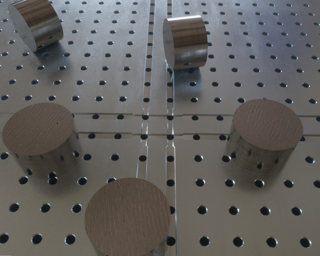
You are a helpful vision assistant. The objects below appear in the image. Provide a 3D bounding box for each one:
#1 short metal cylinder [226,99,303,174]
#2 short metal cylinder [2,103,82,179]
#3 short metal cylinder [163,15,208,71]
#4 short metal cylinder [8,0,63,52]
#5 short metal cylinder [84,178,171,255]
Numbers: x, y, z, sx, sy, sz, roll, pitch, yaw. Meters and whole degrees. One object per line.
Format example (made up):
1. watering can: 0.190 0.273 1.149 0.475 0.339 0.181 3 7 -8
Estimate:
1. short metal cylinder: 0.127 0.010 0.384 0.081 0.050 0.080 0 50 0
2. short metal cylinder: -0.140 0.015 0.378 0.081 0.050 0.080 0 50 0
3. short metal cylinder: 0.038 -0.132 0.483 0.050 0.080 0.080 -9 51 -8
4. short metal cylinder: -0.207 -0.175 0.518 0.050 0.080 0.080 -36 59 -26
5. short metal cylinder: -0.030 0.097 0.309 0.081 0.050 0.080 0 50 0
